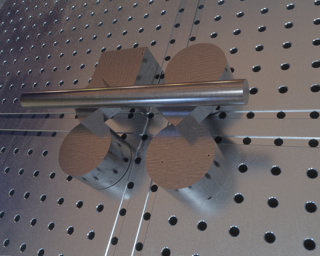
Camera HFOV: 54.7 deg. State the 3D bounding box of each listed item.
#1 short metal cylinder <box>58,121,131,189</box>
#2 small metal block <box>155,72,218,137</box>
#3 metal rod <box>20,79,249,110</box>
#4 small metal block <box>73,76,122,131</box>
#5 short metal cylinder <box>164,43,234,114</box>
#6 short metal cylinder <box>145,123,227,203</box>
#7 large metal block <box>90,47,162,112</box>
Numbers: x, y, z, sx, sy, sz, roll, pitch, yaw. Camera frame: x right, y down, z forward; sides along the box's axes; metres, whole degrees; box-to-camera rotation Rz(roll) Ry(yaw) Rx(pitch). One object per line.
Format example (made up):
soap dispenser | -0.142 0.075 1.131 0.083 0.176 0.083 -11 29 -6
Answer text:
short metal cylinder | -0.087 0.035 0.415 0.080 0.050 0.080 -13 56 21
small metal block | 0.027 -0.027 0.347 0.050 0.025 0.050 -42 51 -1
metal rod | -0.052 -0.036 0.361 0.300 0.025 0.025 1 62 28
small metal block | -0.084 -0.032 0.409 0.050 0.025 0.050 -34 51 5
short metal cylinder | 0.053 -0.063 0.403 0.080 0.050 0.080 -13 56 21
short metal cylinder | 0.031 0.039 0.352 0.080 0.050 0.080 -13 56 21
large metal block | -0.053 -0.070 0.463 0.080 0.050 0.080 1 62 29
